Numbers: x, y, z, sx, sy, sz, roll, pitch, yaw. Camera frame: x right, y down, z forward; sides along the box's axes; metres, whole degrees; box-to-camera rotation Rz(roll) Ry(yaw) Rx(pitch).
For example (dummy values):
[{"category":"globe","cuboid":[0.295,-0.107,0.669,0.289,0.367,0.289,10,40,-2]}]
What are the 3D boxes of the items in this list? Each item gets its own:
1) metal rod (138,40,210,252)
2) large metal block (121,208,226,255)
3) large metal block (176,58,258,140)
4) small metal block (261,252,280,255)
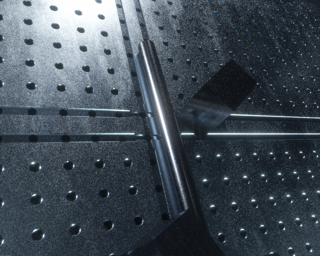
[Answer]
[{"category":"metal rod","cuboid":[0.014,0.006,0.411,0.025,0.025,0.299,-1,62,-29]},{"category":"large metal block","cuboid":[0.018,0.135,0.300,0.050,0.080,0.080,-30,79,-38]},{"category":"large metal block","cuboid":[0.079,-0.040,0.440,0.050,0.080,0.080,44,51,2]},{"category":"small metal block","cuboid":[0.107,0.167,0.348,0.050,0.050,0.025,-15,70,-34]}]
